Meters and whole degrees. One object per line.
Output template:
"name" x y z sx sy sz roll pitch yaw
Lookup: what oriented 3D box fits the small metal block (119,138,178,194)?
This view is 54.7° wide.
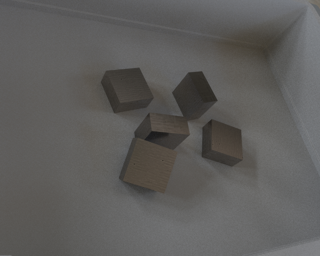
"small metal block" -0.014 0.043 0.359 0.050 0.025 0.050 21 81 -16

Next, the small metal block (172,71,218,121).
"small metal block" 0.048 -0.045 0.443 0.025 0.050 0.050 -11 68 -33

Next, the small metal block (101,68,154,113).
"small metal block" -0.044 -0.051 0.413 0.050 0.025 0.050 -13 69 -33

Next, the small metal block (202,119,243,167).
"small metal block" 0.088 0.021 0.440 0.050 0.025 0.050 19 54 -17

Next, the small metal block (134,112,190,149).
"small metal block" 0.001 0.007 0.386 0.050 0.050 0.025 6 59 -25
